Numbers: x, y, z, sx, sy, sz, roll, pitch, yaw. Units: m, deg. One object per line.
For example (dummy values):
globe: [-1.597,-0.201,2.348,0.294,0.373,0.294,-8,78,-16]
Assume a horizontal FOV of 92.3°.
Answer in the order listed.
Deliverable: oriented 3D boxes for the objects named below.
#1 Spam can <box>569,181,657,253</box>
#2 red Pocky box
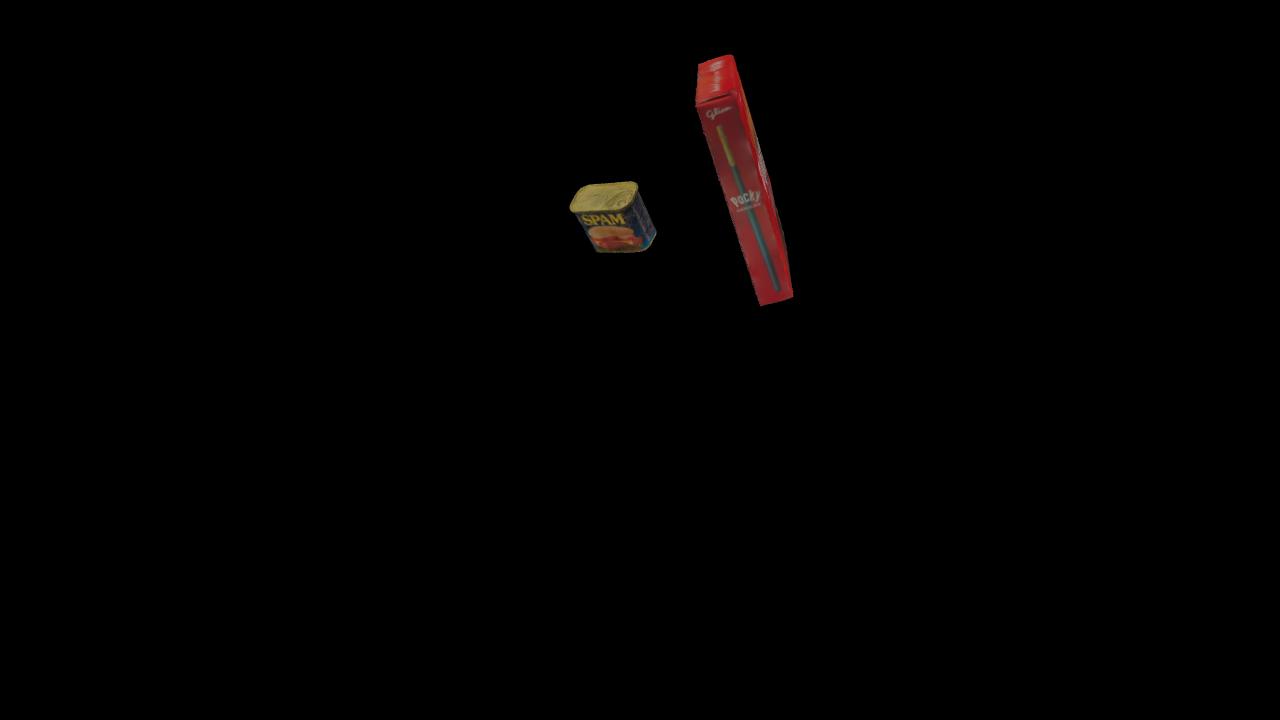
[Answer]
Spam can: [-0.036,-0.201,0.878,0.101,0.058,0.085,6,-33,30]
red Pocky box: [0.075,-0.122,0.428,0.028,0.155,0.083,-13,38,19]
